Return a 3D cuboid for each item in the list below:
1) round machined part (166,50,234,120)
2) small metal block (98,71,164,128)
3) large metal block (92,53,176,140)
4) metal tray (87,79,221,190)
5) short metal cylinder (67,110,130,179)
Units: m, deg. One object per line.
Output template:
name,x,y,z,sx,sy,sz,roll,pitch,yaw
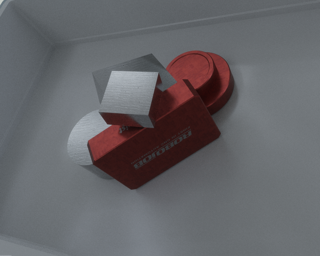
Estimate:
round machined part,0.044,-0.063,0.407,0.098,0.042,0.098,-13,56,20
small metal block,-0.028,-0.029,0.313,0.050,0.025,0.050,4,62,15
large metal block,-0.027,-0.039,0.379,0.081,0.050,0.080,-22,49,-16
metal tray,-0.003,0.013,0.354,0.130,0.090,0.030,-33,51,6
short metal cylinder,-0.074,0.022,0.411,0.080,0.050,0.080,-13,56,20
